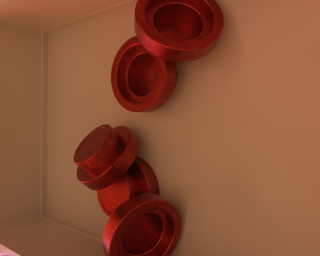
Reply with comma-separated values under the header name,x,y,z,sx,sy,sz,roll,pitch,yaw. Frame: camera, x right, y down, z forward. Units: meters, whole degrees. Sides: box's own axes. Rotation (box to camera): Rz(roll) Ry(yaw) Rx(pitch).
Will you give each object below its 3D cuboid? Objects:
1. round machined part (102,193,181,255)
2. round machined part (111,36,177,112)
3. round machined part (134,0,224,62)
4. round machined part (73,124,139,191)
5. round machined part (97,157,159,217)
name,x,y,z,sx,sy,sz,roll,pitch,yaw
round machined part,-0.025,0.126,0.383,0.042,0.099,0.097,23,105,55
round machined part,-0.016,-0.069,0.409,0.098,0.042,0.097,0,90,40
round machined part,0.020,-0.115,0.356,0.042,0.099,0.098,105,142,-64
round machined part,-0.080,0.033,0.427,0.098,0.042,0.098,-30,31,21
round machined part,-0.052,0.090,0.439,0.098,0.042,0.097,0,90,40
